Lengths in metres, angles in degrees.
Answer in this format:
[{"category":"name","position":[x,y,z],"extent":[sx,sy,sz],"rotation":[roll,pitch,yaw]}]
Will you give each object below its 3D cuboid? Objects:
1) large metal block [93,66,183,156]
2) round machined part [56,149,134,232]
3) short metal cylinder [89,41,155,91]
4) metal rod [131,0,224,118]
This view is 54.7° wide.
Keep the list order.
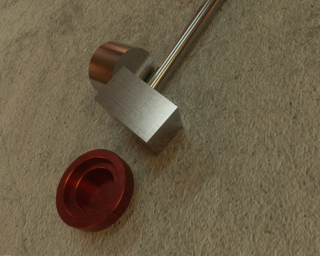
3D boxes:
[{"category":"large metal block","position":[-0.022,-0.017,0.374],"extent":[0.080,0.080,0.050],"rotation":[39,83,16]},{"category":"round machined part","position":[-0.075,0.079,0.382],"extent":[0.098,0.042,0.098],"rotation":[-13,56,20]},{"category":"short metal cylinder","position":[-0.054,-0.080,0.444],"extent":[0.050,0.080,0.080],"rotation":[25,75,36]},{"category":"metal rod","position":[0.041,-0.134,0.462],"extent":[0.025,0.025,0.300],"rotation":[25,75,36]}]
